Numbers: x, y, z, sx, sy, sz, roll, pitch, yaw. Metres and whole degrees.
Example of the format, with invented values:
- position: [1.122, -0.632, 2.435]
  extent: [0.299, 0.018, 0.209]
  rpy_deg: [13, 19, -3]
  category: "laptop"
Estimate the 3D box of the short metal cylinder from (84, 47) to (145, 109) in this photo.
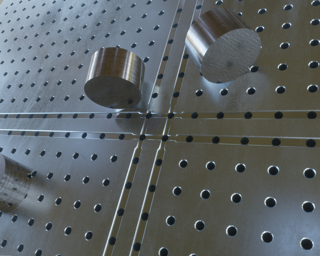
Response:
- position: [-0.064, -0.070, 0.448]
  extent: [0.080, 0.080, 0.050]
  rpy_deg: [-9, 58, 23]
  category: "short metal cylinder"

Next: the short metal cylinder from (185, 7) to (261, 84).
- position: [0.079, -0.104, 0.394]
  extent: [0.080, 0.080, 0.050]
  rpy_deg: [-31, 52, 8]
  category: "short metal cylinder"

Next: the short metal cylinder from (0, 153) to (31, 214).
- position: [-0.245, 0.083, 0.467]
  extent: [0.080, 0.050, 0.080]
  rpy_deg: [-13, 57, 20]
  category: "short metal cylinder"
